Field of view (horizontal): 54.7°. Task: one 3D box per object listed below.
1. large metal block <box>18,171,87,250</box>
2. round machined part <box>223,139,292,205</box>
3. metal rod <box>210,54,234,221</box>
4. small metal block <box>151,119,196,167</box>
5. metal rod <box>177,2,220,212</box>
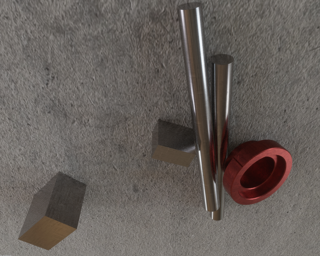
[{"bbox_3d":[-0.164,0.128,0.478,0.050,0.080,0.080,35,122,-26],"label":"large metal block"},{"bbox_3d":[0.130,0.056,0.432,0.099,0.042,0.097,-13,125,-18],"label":"round machined part"},{"bbox_3d":[0.084,0.037,0.439,0.025,0.025,0.298,-5,130,3],"label":"metal rod"},{"bbox_3d":[0.017,0.020,0.408,0.050,0.050,0.025,16,129,-13],"label":"small metal block"},{"bbox_3d":[0.054,-0.001,0.391,0.025,0.025,0.298,-8,125,6],"label":"metal rod"}]
